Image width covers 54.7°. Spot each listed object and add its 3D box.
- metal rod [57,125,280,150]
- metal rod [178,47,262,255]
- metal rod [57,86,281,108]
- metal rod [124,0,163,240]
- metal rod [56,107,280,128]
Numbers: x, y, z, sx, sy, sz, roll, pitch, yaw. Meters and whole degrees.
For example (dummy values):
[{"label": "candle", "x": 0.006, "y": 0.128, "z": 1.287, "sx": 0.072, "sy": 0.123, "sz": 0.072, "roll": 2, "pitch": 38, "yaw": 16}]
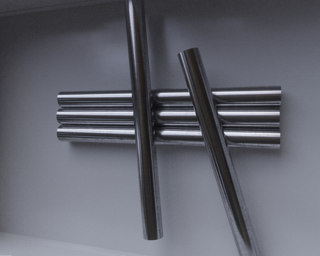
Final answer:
[{"label": "metal rod", "x": -0.003, "y": 0.010, "z": 0.409, "sx": 0.301, "sy": 0.025, "sz": 0.025, "roll": 1, "pitch": 91, "yaw": 19}, {"label": "metal rod", "x": 0.076, "y": 0.054, "z": 0.360, "sx": 0.025, "sy": 0.025, "sz": 0.298, "roll": -17, "pitch": 91, "yaw": 19}, {"label": "metal rod", "x": -0.002, "y": -0.040, "z": 0.409, "sx": 0.301, "sy": 0.025, "sz": 0.025, "roll": 1, "pitch": 91, "yaw": 19}, {"label": "metal rod", "x": -0.021, "y": -0.013, "z": 0.389, "sx": 0.025, "sy": 0.025, "sz": 0.298, "roll": -5, "pitch": 88, "yaw": 19}, {"label": "metal rod", "x": -0.003, "y": -0.015, "z": 0.409, "sx": 0.301, "sy": 0.025, "sz": 0.025, "roll": 1, "pitch": 91, "yaw": 19}]
